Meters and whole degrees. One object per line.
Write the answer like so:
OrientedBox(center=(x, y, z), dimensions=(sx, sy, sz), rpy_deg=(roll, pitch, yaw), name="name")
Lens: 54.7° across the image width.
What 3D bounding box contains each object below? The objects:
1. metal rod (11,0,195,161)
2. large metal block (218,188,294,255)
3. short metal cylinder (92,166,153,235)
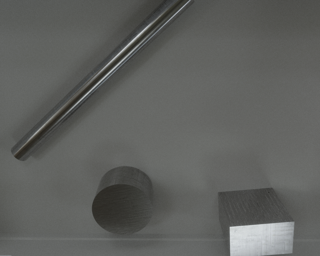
OrientedBox(center=(-0.080, -0.059, 0.388), dimensions=(0.300, 0.025, 0.025), rpy_deg=(-40, 106, 13), name="metal rod")
OrientedBox(center=(0.129, 0.129, 0.432), dimensions=(0.080, 0.080, 0.050), rpy_deg=(-5, 110, 1), name="large metal block")
OrientedBox(center=(-0.050, 0.101, 0.434), dimensions=(0.081, 0.050, 0.079), rpy_deg=(0, 110, -1), name="short metal cylinder")
